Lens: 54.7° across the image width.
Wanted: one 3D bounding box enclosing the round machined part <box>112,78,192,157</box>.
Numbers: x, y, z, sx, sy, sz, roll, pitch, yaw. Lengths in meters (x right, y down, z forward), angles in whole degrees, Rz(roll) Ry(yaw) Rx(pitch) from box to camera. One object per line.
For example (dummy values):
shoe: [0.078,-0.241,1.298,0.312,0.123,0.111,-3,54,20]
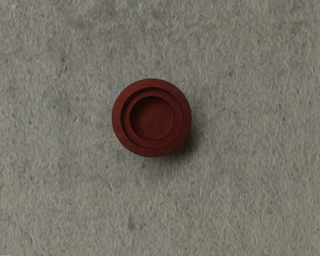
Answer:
round machined part: [-0.010,-0.013,0.401,0.099,0.042,0.097,0,90,-1]
